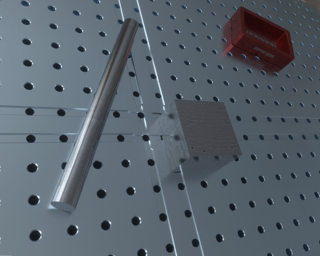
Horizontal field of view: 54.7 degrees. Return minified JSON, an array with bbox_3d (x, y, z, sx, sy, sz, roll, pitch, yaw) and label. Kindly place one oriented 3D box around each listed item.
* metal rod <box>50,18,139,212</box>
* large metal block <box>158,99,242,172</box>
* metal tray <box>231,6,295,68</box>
[{"bbox_3d":[-0.071,-0.041,0.395,0.025,0.025,0.300,23,53,-15],"label":"metal rod"},{"bbox_3d":[0.051,0.011,0.415,0.081,0.050,0.080,1,62,-28],"label":"large metal block"},{"bbox_3d":[0.210,-0.185,0.634,0.131,0.030,0.090,19,54,-17],"label":"metal tray"}]
